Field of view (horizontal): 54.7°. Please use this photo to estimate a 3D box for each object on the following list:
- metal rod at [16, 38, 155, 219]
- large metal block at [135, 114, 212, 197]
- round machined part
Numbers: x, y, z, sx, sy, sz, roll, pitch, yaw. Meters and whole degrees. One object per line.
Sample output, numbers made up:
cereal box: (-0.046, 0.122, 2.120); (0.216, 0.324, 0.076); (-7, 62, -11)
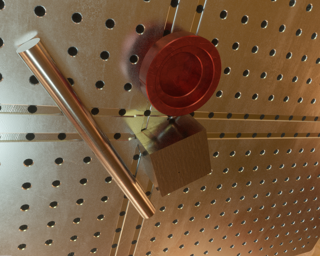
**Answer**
metal rod: (-0.072, 0.025, 0.387); (0.025, 0.025, 0.299); (-33, 129, -7)
large metal block: (0.020, 0.036, 0.428); (0.081, 0.050, 0.080); (-24, 127, -14)
round machined part: (0.021, -0.066, 0.370); (0.099, 0.042, 0.097); (-14, 124, -21)
